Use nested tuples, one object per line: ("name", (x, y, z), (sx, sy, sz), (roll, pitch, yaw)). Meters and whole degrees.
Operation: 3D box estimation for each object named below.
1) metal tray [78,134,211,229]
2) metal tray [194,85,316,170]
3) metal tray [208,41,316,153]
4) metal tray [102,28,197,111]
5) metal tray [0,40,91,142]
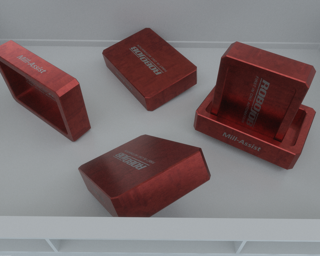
("metal tray", (-0.023, 0.044, 0.314), (0.091, 0.030, 0.130), (-27, 16, -22))
("metal tray", (0.121, -0.011, 0.400), (0.130, 0.030, 0.090), (24, 50, 19))
("metal tray", (0.109, -0.027, 0.361), (0.090, 0.129, 0.030), (24, 54, 19))
("metal tray", (-0.017, -0.094, 0.472), (0.090, 0.030, 0.130), (-33, 57, -15))
("metal tray", (-0.152, -0.047, 0.400), (0.130, 0.089, 0.030), (31, 57, 23))
